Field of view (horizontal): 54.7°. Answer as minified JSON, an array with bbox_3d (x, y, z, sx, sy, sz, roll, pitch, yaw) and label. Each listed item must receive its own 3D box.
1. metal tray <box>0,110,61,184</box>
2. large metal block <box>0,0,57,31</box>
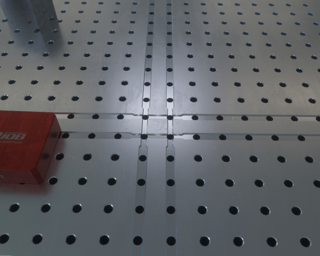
[{"bbox_3d":[-0.202,0.021,0.386,0.131,0.030,0.090,2,50,2],"label":"metal tray"},{"bbox_3d":[-0.246,-0.234,0.567,0.080,0.080,0.050,20,53,16],"label":"large metal block"}]
